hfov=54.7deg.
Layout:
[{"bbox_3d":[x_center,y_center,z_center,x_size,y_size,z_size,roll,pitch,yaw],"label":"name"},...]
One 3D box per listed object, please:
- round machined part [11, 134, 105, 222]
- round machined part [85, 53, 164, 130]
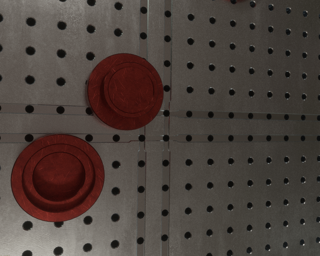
[{"bbox_3d":[-0.118,0.055,0.361,0.099,0.042,0.097,0,90,-21],"label":"round machined part"},{"bbox_3d":[-0.041,-0.046,0.389,0.099,0.042,0.097,0,90,-21],"label":"round machined part"}]
